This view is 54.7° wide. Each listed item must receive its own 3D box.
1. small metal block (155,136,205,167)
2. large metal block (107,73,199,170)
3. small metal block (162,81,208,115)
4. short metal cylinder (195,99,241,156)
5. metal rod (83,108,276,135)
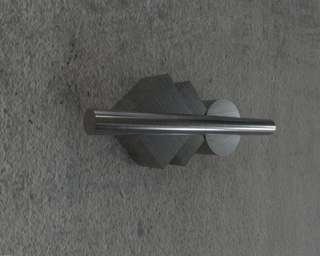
[{"bbox_3d":[0.023,0.022,0.410,0.050,0.050,0.025,-50,120,-28],"label":"small metal block"},{"bbox_3d":[-0.009,-0.008,0.380,0.080,0.050,0.080,-50,119,-28],"label":"large metal block"},{"bbox_3d":[0.027,-0.033,0.413,0.025,0.050,0.050,-50,120,-28],"label":"small metal block"},{"bbox_3d":[0.073,-0.001,0.450,0.081,0.050,0.080,0,90,-40],"label":"short metal cylinder"},{"bbox_3d":[0.051,-0.003,0.381,0.302,0.025,0.025,1,90,-40],"label":"metal rod"}]
